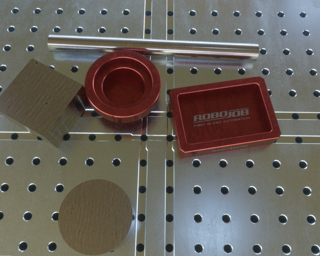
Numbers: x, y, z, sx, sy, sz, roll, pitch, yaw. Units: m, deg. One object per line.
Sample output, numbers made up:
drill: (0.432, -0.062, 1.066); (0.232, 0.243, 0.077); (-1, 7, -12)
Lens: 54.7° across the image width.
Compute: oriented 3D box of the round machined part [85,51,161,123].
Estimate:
round machined part: (-0.049, -0.052, 0.419); (0.099, 0.042, 0.098); (1, 70, -3)

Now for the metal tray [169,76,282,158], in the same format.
metal tray: (0.083, -0.015, 0.414); (0.131, 0.030, 0.090); (-9, 70, -4)

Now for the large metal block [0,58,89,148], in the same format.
large metal block: (-0.152, -0.032, 0.409); (0.080, 0.050, 0.080); (28, 72, 10)

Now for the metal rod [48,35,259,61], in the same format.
metal rod: (-0.010, -0.117, 0.454); (0.302, 0.025, 0.025); (3, 70, 1)

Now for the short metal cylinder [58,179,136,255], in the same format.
short metal cylinder: (-0.070, 0.104, 0.360); (0.081, 0.050, 0.080); (0, 70, 0)
